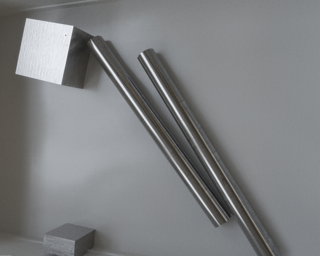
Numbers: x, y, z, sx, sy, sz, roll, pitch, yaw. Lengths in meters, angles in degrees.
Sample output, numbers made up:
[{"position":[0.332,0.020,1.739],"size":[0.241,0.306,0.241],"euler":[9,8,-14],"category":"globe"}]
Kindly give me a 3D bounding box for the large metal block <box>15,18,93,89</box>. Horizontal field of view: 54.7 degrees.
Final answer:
[{"position":[-0.152,-0.106,0.449],"size":[0.080,0.050,0.079],"euler":[15,95,19],"category":"large metal block"}]

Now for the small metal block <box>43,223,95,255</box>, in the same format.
[{"position":[-0.128,0.160,0.441],"size":[0.050,0.050,0.025],"euler":[5,92,19],"category":"small metal block"}]

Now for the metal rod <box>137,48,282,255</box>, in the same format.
[{"position":[0.056,0.028,0.390],"size":[0.025,0.025,0.299],"euler":[-34,79,16],"category":"metal rod"}]

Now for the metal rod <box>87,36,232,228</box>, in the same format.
[{"position":[-0.007,-0.003,0.412],"size":[0.025,0.025,0.299],"euler":[-39,78,15],"category":"metal rod"}]
